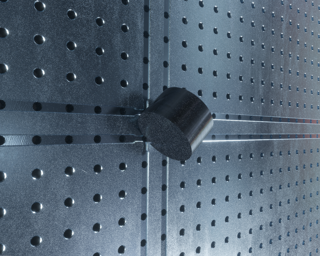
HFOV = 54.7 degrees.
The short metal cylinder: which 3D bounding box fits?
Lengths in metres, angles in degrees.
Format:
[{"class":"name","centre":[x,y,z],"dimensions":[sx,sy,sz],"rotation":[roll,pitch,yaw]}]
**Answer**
[{"class":"short metal cylinder","centre":[0.019,-0.005,0.391],"dimensions":[0.050,0.080,0.080],"rotation":[-48,119,-29]}]
